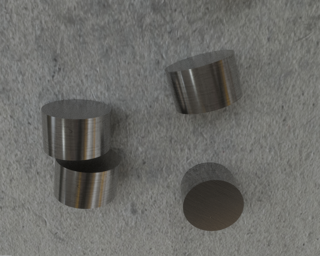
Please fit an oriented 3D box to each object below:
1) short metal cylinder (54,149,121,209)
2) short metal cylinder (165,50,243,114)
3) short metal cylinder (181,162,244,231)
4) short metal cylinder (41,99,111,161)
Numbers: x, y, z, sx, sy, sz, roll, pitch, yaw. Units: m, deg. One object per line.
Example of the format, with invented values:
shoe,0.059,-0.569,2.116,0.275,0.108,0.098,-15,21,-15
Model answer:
short metal cylinder,-0.094,0.060,0.401,0.081,0.080,0.050,8,110,-4
short metal cylinder,0.051,-0.055,0.361,0.080,0.080,0.050,-15,110,5
short metal cylinder,0.071,0.095,0.433,0.081,0.050,0.079,0,110,-1
short metal cylinder,-0.101,0.000,0.379,0.081,0.080,0.050,4,110,-2
